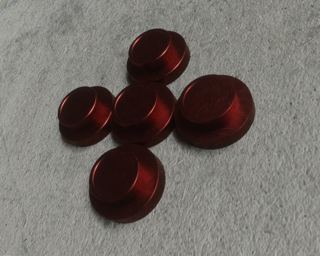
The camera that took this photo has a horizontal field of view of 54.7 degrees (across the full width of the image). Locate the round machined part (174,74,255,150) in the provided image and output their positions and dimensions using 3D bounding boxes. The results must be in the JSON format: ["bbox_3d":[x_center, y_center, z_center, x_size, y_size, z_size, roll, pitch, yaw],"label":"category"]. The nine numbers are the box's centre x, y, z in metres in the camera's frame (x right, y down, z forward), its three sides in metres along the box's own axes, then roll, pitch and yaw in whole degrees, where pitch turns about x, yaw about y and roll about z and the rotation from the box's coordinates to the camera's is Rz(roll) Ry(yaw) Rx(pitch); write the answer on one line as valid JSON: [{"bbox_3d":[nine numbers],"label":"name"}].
[{"bbox_3d":[0.062,-0.026,0.377,0.098,0.042,0.098,-13,56,20],"label":"round machined part"}]

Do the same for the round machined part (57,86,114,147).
[{"bbox_3d":[-0.113,-0.024,0.466,0.098,0.042,0.098,-13,56,20],"label":"round machined part"}]

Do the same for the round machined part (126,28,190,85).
[{"bbox_3d":[-0.008,-0.110,0.465,0.098,0.042,0.098,-13,56,20],"label":"round machined part"}]

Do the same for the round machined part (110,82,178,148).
[{"bbox_3d":[-0.026,-0.024,0.421,0.098,0.042,0.098,-13,56,20],"label":"round machined part"}]

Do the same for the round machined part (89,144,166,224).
[{"bbox_3d":[-0.046,0.063,0.378,0.098,0.042,0.098,-13,56,20],"label":"round machined part"}]
